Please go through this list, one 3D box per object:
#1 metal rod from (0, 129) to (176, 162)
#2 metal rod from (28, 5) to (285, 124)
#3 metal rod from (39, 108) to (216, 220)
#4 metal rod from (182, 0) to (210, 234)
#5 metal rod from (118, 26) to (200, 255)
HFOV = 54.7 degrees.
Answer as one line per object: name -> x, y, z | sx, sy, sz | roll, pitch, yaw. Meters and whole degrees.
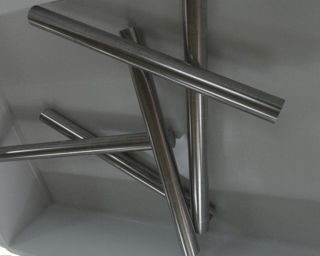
metal rod -> -0.125, 0.029, 0.458 | 0.301, 0.025, 0.025 | -6, 116, 19
metal rod -> -0.019, -0.075, 0.333 | 0.301, 0.025, 0.025 | 25, 127, 16
metal rod -> -0.054, 0.053, 0.470 | 0.301, 0.025, 0.025 | 30, 128, 8
metal rod -> 0.045, 0.003, 0.369 | 0.025, 0.025, 0.298 | 7, 117, 24
metal rod -> 0.003, 0.027, 0.389 | 0.025, 0.025, 0.298 | -8, 104, 32
